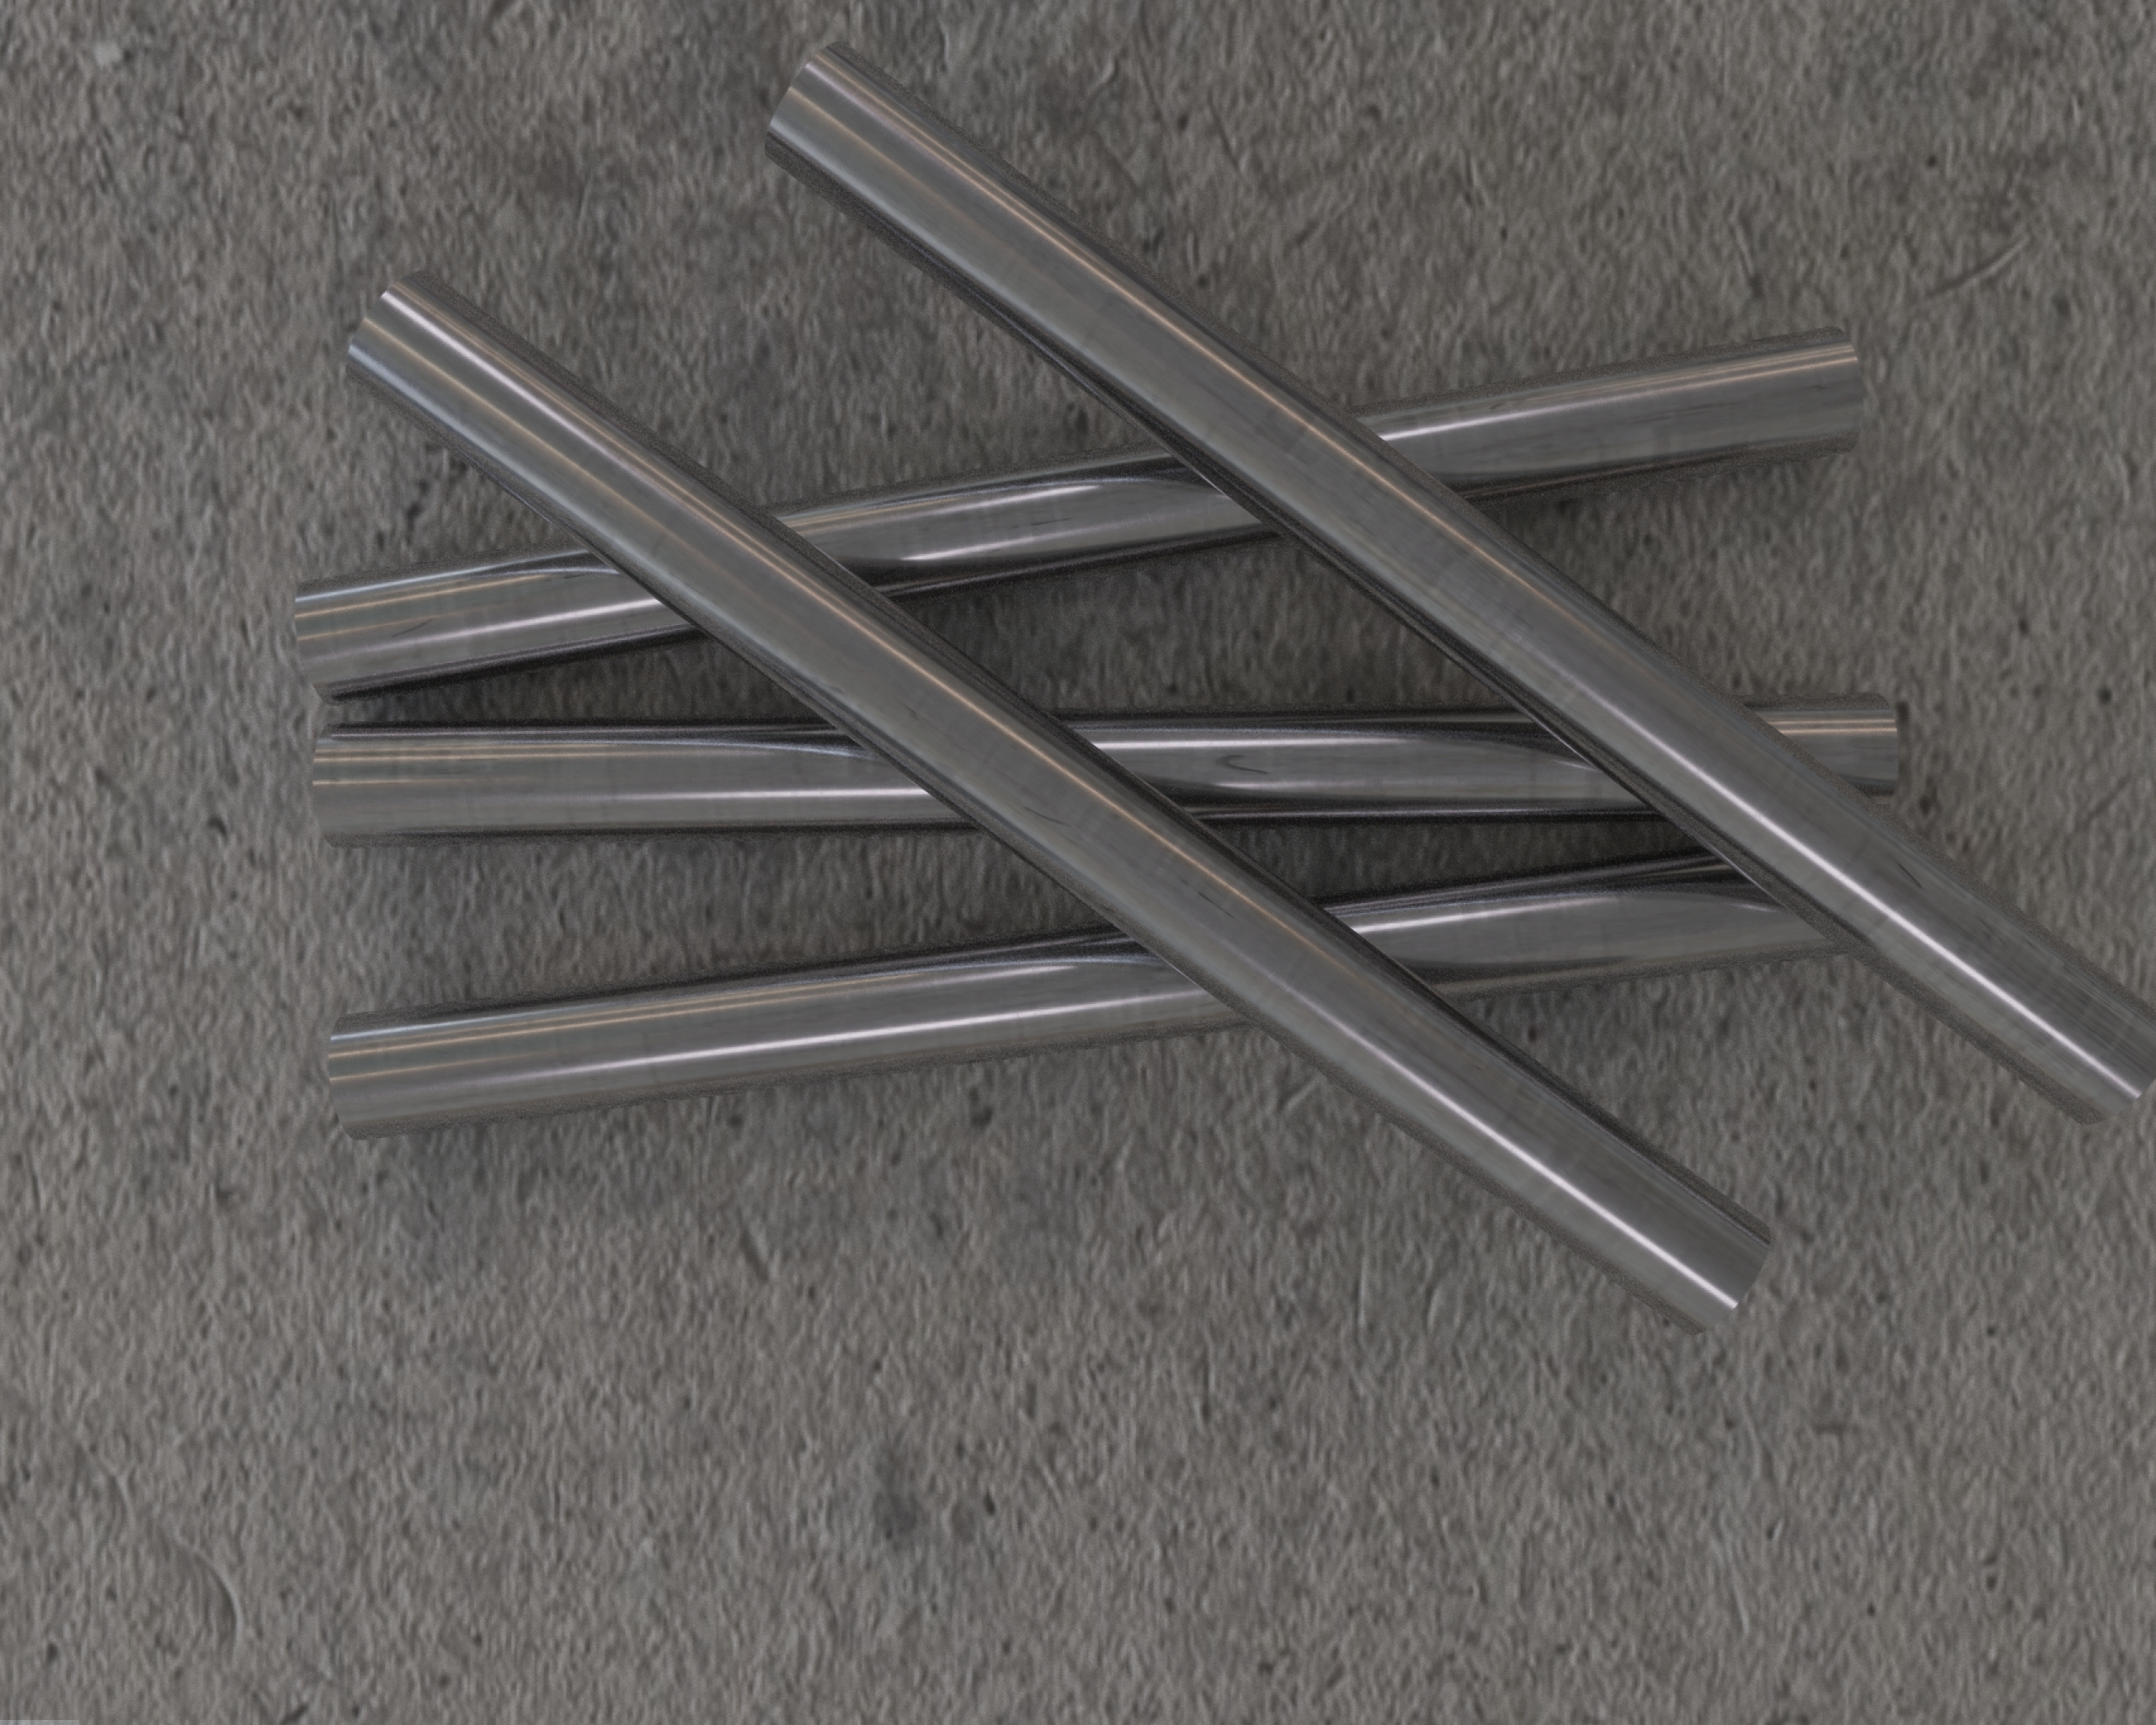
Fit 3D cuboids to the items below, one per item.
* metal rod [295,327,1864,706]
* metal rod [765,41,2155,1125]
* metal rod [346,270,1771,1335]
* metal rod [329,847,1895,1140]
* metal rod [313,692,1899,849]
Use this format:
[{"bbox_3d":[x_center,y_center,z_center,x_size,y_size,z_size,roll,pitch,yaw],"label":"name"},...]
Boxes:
[{"bbox_3d":[0.001,-0.068,0.409,0.302,0.025,0.025,-10,90,0],"label":"metal rod"},{"bbox_3d":[0.071,-0.051,0.384,0.301,0.025,0.025,36,90,0],"label":"metal rod"},{"bbox_3d":[-0.003,-0.011,0.383,0.301,0.025,0.025,35,90,0],"label":"metal rod"},{"bbox_3d":[0.008,0.023,0.409,0.302,0.025,0.025,-7,90,0],"label":"metal rod"},{"bbox_3d":[0.006,-0.018,0.409,0.302,0.025,0.025,-1,90,0],"label":"metal rod"}]
